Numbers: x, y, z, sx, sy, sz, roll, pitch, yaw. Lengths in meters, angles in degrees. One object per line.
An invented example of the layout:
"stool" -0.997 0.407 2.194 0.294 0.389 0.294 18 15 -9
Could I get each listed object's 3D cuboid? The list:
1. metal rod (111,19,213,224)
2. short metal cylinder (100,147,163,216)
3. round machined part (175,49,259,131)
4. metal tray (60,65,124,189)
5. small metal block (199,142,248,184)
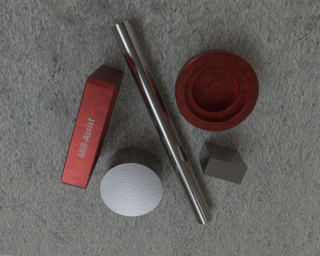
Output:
"metal rod" 0.010 0.006 0.414 0.025 0.025 0.299 -21 109 7
"short metal cylinder" -0.037 0.072 0.424 0.081 0.050 0.079 0 110 -1
"round machined part" 0.067 -0.048 0.385 0.099 0.042 0.097 0 110 -1
"metal tray" -0.080 -0.004 0.374 0.030 0.090 0.129 17 109 -7
"small metal block" 0.082 0.046 0.413 0.050 0.050 0.025 16 109 -6
